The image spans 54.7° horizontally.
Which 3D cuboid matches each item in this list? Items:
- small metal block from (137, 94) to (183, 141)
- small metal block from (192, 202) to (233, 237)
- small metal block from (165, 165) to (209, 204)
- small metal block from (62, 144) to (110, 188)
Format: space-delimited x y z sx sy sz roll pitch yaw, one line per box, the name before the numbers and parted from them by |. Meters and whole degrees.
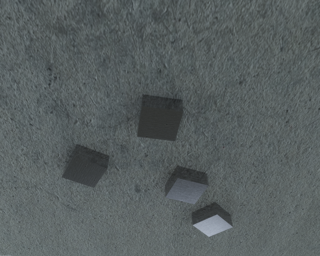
small metal block | -0.001 -0.012 0.397 0.050 0.025 0.050 7 130 -6
small metal block | 0.092 0.162 0.546 0.050 0.025 0.050 -32 123 24
small metal block | 0.041 0.090 0.484 0.050 0.025 0.050 16 128 -14
small metal block | -0.109 0.057 0.454 0.050 0.025 0.050 23 126 -19
